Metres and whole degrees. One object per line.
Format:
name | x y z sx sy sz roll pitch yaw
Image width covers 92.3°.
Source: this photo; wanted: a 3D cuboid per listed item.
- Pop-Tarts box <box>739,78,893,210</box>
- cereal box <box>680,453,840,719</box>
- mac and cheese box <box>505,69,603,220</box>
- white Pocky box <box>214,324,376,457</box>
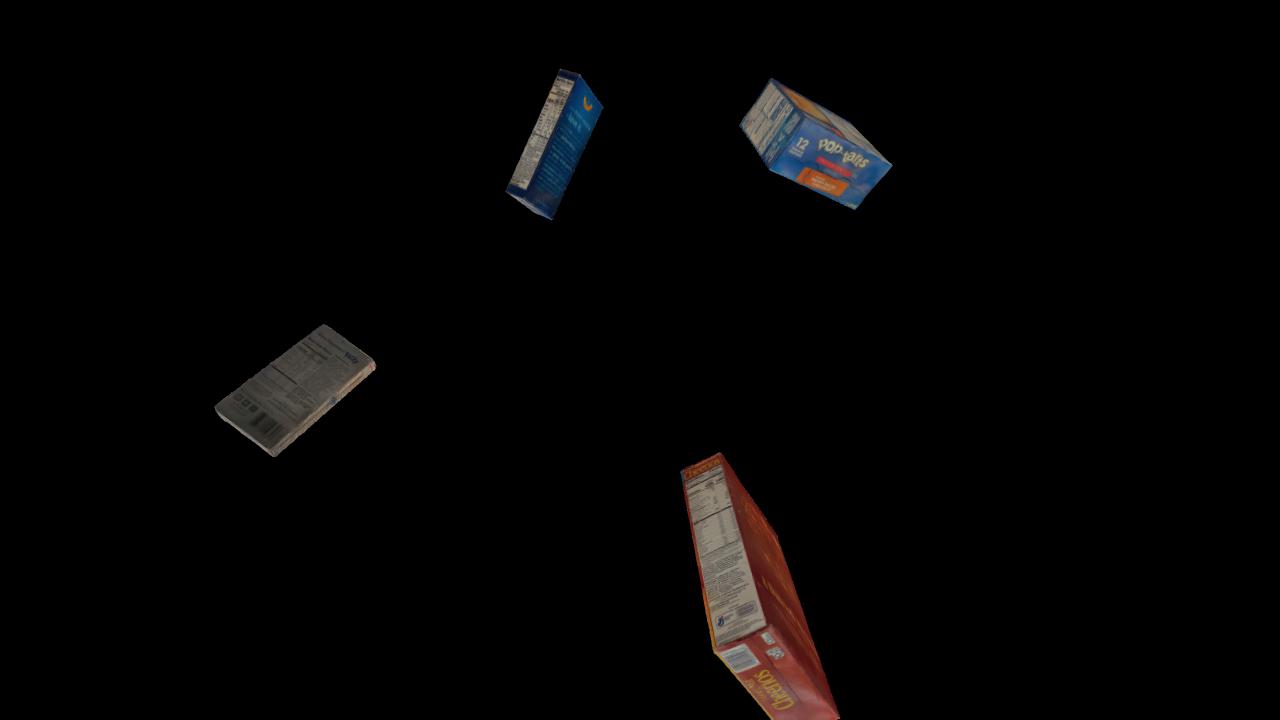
Pop-Tarts box | 0.249 -0.310 0.887 0.167 0.141 0.083 14 -51 -27
cereal box | 0.147 0.292 0.815 0.081 0.203 0.306 -29 27 11
mac and cheese box | -0.120 -0.302 0.876 0.041 0.184 0.093 26 2 19
white Pocky box | -0.402 0.032 0.726 0.084 0.154 0.028 35 -34 5
